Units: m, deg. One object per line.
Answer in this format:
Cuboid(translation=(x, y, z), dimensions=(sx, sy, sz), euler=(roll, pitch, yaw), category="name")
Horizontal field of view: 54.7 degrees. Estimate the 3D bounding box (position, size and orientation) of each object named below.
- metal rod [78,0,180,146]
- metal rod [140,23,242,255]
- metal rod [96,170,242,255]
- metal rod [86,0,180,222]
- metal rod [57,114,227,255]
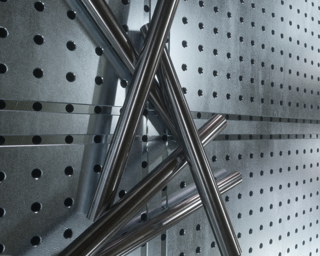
Cuboid(translation=(-0.037, -0.087, 0.379), dimensions=(0.025, 0.025, 0.299), euler=(-50, 120, -28), category="metal rod")
Cuboid(translation=(0.035, 0.010, 0.383), dimensions=(0.025, 0.025, 0.299), euler=(-14, 82, -39), category="metal rod")
Cuboid(translation=(0.015, 0.121, 0.424), dimensions=(0.302, 0.025, 0.025), euler=(-19, 102, -39), category="metal rod")
Cuboid(translation=(-0.026, -0.038, 0.361), dimensions=(0.025, 0.025, 0.299), euler=(21, 85, -39), category="metal rod")
Cuboid(translation=(-0.012, 0.069, 0.367), dimensions=(0.302, 0.025, 0.025), euler=(-39, 114, -33), category="metal rod")
